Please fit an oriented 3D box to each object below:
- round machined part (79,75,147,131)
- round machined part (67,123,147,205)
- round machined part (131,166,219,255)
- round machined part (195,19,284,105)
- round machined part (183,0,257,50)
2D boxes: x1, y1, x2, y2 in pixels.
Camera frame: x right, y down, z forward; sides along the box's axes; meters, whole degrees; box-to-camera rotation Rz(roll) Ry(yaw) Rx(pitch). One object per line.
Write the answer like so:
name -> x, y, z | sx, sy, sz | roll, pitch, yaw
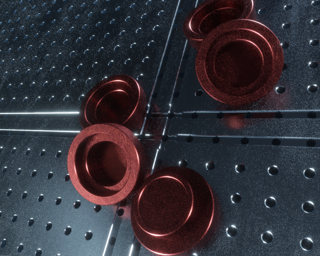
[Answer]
round machined part -> -0.063, -0.025, 0.444 | 0.098, 0.042, 0.098 | -13, 56, 20
round machined part -> -0.061, 0.042, 0.384 | 0.098, 0.042, 0.097 | 1, 91, 21
round machined part -> 0.011, 0.086, 0.338 | 0.098, 0.042, 0.098 | -13, 56, 20
round machined part -> 0.095, -0.077, 0.375 | 0.098, 0.042, 0.097 | 1, 95, 14
round machined part -> 0.085, -0.141, 0.433 | 0.098, 0.042, 0.098 | -17, 48, 20
